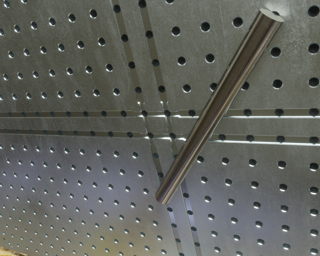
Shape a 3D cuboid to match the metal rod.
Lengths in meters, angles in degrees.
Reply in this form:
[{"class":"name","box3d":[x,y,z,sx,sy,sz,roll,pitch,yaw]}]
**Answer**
[{"class":"metal rod","box3d":[0.055,0.000,0.382,0.025,0.025,0.298,31,129,8]}]
